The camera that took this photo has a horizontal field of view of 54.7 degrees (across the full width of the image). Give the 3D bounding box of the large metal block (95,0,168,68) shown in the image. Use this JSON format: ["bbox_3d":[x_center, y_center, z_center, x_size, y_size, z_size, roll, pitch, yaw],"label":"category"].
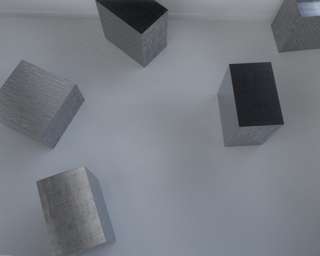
[{"bbox_3d":[-0.037,-0.144,0.433,0.080,0.080,0.050,39,75,13],"label":"large metal block"}]

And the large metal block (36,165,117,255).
[{"bbox_3d":[-0.090,0.095,0.345,0.050,0.080,0.080,-19,71,-7],"label":"large metal block"}]

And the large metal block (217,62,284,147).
[{"bbox_3d":[0.109,-0.027,0.392,0.050,0.080,0.080,-3,70,-2],"label":"large metal block"}]

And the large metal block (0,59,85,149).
[{"bbox_3d":[-0.160,-0.030,0.406,0.080,0.050,0.080,24,72,8],"label":"large metal block"}]

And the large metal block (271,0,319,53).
[{"bbox_3d":[0.216,-0.154,0.440,0.081,0.080,0.050,-6,70,-3],"label":"large metal block"}]
